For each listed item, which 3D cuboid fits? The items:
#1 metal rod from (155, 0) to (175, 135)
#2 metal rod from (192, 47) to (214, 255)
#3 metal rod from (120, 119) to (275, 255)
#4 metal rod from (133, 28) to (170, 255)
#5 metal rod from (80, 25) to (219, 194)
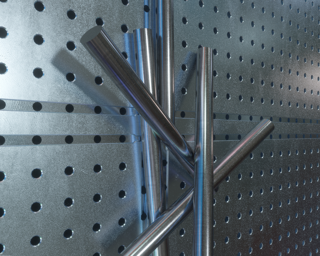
[{"bbox_3d":[0.006,-0.140,0.415,0.025,0.025,0.298,-1,91,-40],"label":"metal rod"},{"bbox_3d":[0.059,0.022,0.412,0.025,0.025,0.299,23,61,-38],"label":"metal rod"},{"bbox_3d":[0.068,0.074,0.426,0.302,0.025,0.025,-37,113,-29],"label":"metal rod"},{"bbox_3d":[-0.011,0.025,0.402,0.025,0.025,0.298,-8,95,-40],"label":"metal rod"},{"bbox_3d":[0.008,0.003,0.383,0.300,0.025,0.025,52,59,-40],"label":"metal rod"}]
